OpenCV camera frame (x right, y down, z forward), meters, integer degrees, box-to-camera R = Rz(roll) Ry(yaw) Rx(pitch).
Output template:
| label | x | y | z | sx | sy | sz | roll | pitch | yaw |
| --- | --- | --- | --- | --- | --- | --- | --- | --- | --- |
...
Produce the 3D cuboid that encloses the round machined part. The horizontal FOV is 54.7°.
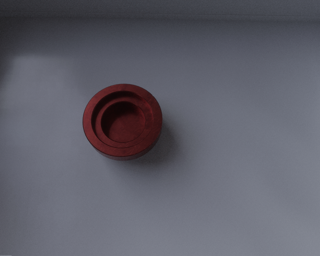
| label | x | y | z | sx | sy | sz | roll | pitch | yaw |
| --- | --- | --- | --- | --- | --- | --- | --- | --- | --- |
| round machined part | -0.046 | -0.005 | 0.402 | 0.099 | 0.042 | 0.098 | 0 | 70 | -1 |
